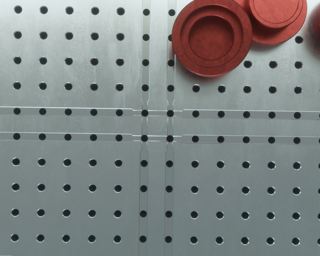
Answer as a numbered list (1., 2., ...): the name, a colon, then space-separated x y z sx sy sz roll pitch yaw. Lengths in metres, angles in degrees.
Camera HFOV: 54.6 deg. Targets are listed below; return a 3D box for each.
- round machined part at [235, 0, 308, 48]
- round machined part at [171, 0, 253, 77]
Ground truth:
1. round machined part: 0.145 -0.158 0.406 0.099 0.042 0.097 0 90 0
2. round machined part: 0.066 -0.114 0.400 0.098 0.042 0.097 1 95 8
